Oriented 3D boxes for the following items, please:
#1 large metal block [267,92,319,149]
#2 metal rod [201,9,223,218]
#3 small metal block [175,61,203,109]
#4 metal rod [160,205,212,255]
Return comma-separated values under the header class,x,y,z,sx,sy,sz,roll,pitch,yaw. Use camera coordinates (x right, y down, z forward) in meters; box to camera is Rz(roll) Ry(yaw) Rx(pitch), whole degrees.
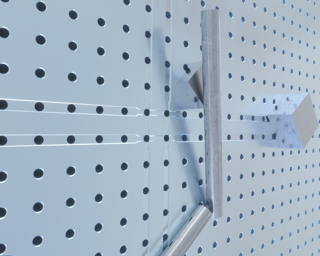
class,x,y,z,sx,sy,sz,roll,pitch,yaw
large metal block,0.266,-0.015,0.615,0.080,0.050,0.080,-41,115,-32
metal rod,0.076,-0.010,0.443,0.025,0.025,0.298,-16,109,-39
small metal block,0.058,-0.064,0.457,0.050,0.025,0.050,52,60,-27
metal rod,-0.025,0.215,0.388,0.301,0.025,0.025,-44,117,-31
